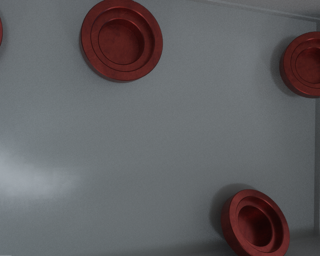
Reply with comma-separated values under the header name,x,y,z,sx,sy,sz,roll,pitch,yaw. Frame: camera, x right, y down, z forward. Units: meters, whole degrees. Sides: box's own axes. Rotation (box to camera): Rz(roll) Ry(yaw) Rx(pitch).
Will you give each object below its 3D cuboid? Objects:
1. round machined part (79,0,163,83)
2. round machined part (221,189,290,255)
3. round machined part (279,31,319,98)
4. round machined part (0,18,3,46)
name,x,y,z,sx,sy,sz,roll,pitch,yaw
round machined part,-0.050,-0.104,0.383,0.099,0.042,0.097,0,90,-20
round machined part,0.127,0.139,0.433,0.099,0.042,0.098,14,52,-18
round machined part,0.233,-0.093,0.474,0.099,0.042,0.097,0,84,4
round machined part,-0.216,-0.102,0.309,0.099,0.042,0.097,3,85,-45
